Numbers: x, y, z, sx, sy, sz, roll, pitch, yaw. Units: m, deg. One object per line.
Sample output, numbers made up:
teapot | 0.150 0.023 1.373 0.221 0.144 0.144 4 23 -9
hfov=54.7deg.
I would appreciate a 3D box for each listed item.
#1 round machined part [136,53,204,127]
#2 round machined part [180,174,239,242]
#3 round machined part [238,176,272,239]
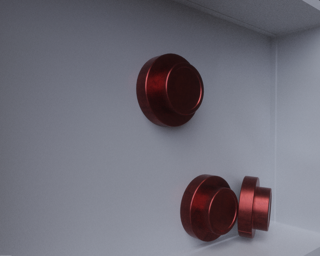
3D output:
round machined part | 0.021 -0.051 0.412 0.099 0.042 0.097 0 90 -40
round machined part | 0.080 0.121 0.463 0.099 0.042 0.097 0 90 -40
round machined part | 0.156 0.129 0.501 0.098 0.042 0.097 3 90 -67
